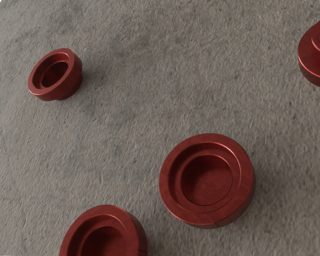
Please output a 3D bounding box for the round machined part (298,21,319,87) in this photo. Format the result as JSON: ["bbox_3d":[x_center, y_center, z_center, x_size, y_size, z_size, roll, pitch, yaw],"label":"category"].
[{"bbox_3d":[0.206,-0.092,0.342,0.098,0.042,0.098,-13,56,20],"label":"round machined part"}]

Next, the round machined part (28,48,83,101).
[{"bbox_3d":[-0.175,-0.087,0.535,0.098,0.042,0.098,-13,56,20],"label":"round machined part"}]

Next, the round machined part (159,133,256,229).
[{"bbox_3d":[0.052,0.058,0.329,0.098,0.042,0.098,-13,56,20],"label":"round machined part"}]

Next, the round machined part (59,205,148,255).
[{"bbox_3d":[-0.057,0.137,0.337,0.098,0.042,0.098,-13,56,20],"label":"round machined part"}]
